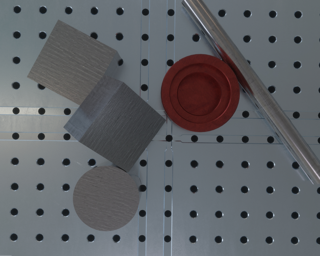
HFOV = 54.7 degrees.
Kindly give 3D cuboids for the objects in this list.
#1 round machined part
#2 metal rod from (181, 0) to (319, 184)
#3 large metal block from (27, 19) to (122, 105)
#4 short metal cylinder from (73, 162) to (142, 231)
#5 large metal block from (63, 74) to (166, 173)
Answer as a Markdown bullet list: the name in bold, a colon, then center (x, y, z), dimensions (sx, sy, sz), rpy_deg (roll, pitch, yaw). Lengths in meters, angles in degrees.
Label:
- **round machined part**: center (0.050, -0.044, 0.405), dimensions (0.099, 0.042, 0.097), rpy_deg (0, 90, 0)
- **metal rod**: center (0.127, -0.053, 0.414), dimensions (0.025, 0.025, 0.299), rpy_deg (-36, 90, 0)
- **large metal block**: center (-0.107, -0.078, 0.400), dimensions (0.080, 0.050, 0.080), rpy_deg (28, 90, 0)
- **short metal cylinder**: center (-0.065, 0.085, 0.400), dimensions (0.081, 0.050, 0.079), rpy_deg (0, 90, 0)
- **large metal block**: center (-0.053, -0.005, 0.377), dimensions (0.080, 0.050, 0.080), rpy_deg (41, 82, -39)
